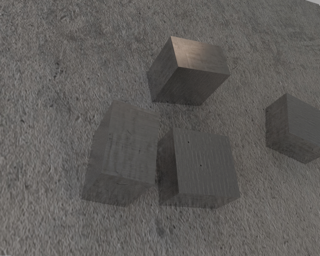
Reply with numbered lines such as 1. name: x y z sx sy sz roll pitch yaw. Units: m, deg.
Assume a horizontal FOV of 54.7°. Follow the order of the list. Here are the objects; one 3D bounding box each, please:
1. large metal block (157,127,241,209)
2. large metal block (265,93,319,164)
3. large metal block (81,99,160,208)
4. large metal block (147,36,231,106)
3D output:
1. large metal block: 0.044 0.051 0.380 0.081 0.050 0.080 10 58 -23
2. large metal block: 0.222 0.001 0.506 0.080 0.050 0.080 24 53 -14
3. large metal block: -0.042 0.030 0.327 0.050 0.080 0.080 16 55 -19
4. large metal block: 0.037 -0.076 0.434 0.081 0.080 0.050 3 61 -27
